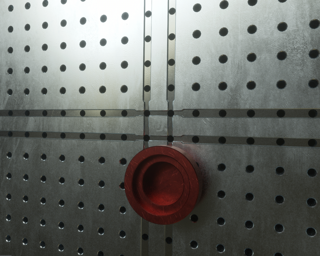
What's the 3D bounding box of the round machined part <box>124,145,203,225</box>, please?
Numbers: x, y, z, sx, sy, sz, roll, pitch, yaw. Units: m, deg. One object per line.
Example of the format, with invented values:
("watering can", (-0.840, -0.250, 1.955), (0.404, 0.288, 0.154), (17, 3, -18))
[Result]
("round machined part", (0.007, 0.071, 0.401), (0.098, 0.042, 0.097), (0, 90, 20))
